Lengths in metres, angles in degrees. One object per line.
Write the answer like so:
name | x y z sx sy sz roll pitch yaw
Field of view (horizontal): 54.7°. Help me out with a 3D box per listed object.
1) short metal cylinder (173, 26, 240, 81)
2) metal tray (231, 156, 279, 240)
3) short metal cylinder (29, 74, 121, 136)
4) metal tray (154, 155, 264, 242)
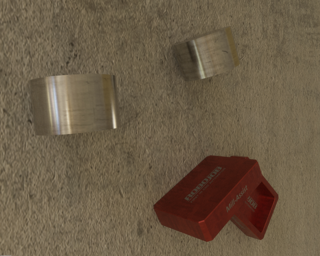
short metal cylinder | 0.063 -0.101 0.421 0.081 0.080 0.050 -31 110 -36
metal tray | 0.148 0.119 0.525 0.130 0.030 0.090 46 63 -30
short metal cylinder | -0.081 -0.022 0.301 0.081 0.080 0.050 -8 96 -40
metal tray | 0.067 0.087 0.418 0.131 0.090 0.030 -36 113 -34
